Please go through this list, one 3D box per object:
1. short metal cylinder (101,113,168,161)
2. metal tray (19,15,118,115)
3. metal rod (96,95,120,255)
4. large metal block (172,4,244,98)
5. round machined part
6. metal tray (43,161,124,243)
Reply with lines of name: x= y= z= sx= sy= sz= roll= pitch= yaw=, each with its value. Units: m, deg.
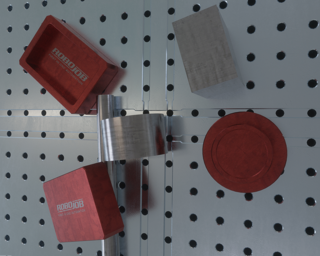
short metal cylinder: x=-0.032 y=0.012 z=0.395 sx=0.080 sy=0.080 sz=0.050 roll=-8 pitch=88 yaw=20
metal tray: x=-0.137 y=-0.092 z=0.458 sx=0.130 sy=0.030 sz=0.090 roll=41 pitch=103 yaw=15
metal rod: x=-0.072 y=0.103 z=0.437 sx=0.025 sy=0.025 sz=0.298 roll=-3 pitch=89 yaw=20
large metal block: x=0.060 y=-0.083 z=0.362 sx=0.050 sy=0.080 sz=0.080 roll=-17 pitch=85 yaw=19
round machined part: x=0.099 y=0.029 z=0.369 sx=0.098 sy=0.042 sz=0.097 roll=0 pitch=90 yaw=19
metal tray: x=-0.109 y=0.104 z=0.420 sx=0.130 sy=0.030 sz=0.090 roll=-24 pitch=82 yaw=44
